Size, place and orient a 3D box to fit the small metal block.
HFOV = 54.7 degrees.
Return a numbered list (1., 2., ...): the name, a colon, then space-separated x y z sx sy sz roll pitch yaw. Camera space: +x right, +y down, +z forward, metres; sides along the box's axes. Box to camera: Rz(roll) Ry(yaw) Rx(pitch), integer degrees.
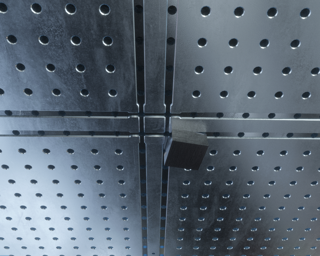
1. small metal block: 0.036 0.031 0.439 0.050 0.025 0.050 9 130 -8
